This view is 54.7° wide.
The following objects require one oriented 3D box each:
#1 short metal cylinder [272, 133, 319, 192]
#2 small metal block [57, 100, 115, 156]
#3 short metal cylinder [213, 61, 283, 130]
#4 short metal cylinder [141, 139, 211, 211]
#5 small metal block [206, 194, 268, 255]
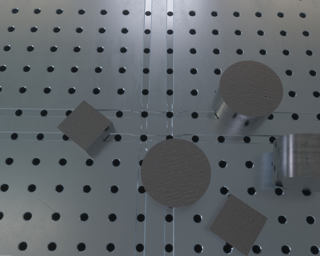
[{"bbox_3d":[0.177,0.043,0.368,0.080,0.080,0.050,8,70,3],"label":"short metal cylinder"},{"bbox_3d":[-0.097,0.000,0.411,0.050,0.025,0.050,37,74,12],"label":"small metal block"},{"bbox_3d":[0.115,-0.042,0.415,0.081,0.050,0.080,0,70,0],"label":"short metal cylinder"},{"bbox_3d":[0.018,0.058,0.377,0.081,0.050,0.080,0,70,0],"label":"short metal cylinder"},{"bbox_3d":[0.091,0.115,0.370,0.050,0.025,0.050,33,73,11],"label":"small metal block"}]
